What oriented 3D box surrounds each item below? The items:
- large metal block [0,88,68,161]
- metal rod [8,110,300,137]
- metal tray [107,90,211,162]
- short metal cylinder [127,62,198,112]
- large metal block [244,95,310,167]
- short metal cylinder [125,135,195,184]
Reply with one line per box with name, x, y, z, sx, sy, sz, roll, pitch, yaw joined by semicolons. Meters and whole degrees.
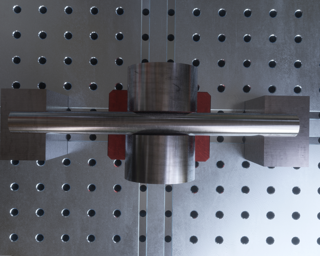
large metal block;-0.152;-0.004;0.383;0.050;0.080;0.080;1;90;0
metal rod;-0.006;-0.005;0.333;0.302;0.025;0.025;1;90;0
metal tray;-0.001;-0.003;0.411;0.131;0.030;0.089;1;90;0
short metal cylinder;0.003;-0.043;0.356;0.081;0.080;0.050;1;90;0
large metal block;0.142;0.003;0.386;0.050;0.080;0.080;1;90;0
short metal cylinder;0.000;0.032;0.356;0.081;0.080;0.050;1;90;0
